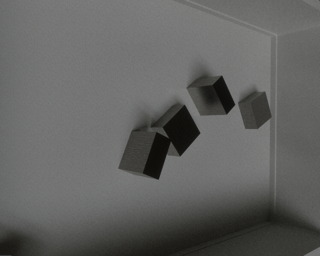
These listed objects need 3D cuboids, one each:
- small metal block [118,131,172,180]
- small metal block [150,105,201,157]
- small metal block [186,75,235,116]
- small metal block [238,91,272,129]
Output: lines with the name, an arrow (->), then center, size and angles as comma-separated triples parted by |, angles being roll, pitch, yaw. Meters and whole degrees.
small metal block -> -0.019, 0.032, 0.374 | 0.025, 0.050, 0.050 | 29, 72, -37
small metal block -> 0.022, 0.003, 0.425 | 0.050, 0.025, 0.050 | -46, 118, -30
small metal block -> 0.074, -0.046, 0.452 | 0.025, 0.050, 0.050 | -45, 117, -31
small metal block -> 0.169, -0.031, 0.547 | 0.050, 0.025, 0.050 | -32, 110, -35
